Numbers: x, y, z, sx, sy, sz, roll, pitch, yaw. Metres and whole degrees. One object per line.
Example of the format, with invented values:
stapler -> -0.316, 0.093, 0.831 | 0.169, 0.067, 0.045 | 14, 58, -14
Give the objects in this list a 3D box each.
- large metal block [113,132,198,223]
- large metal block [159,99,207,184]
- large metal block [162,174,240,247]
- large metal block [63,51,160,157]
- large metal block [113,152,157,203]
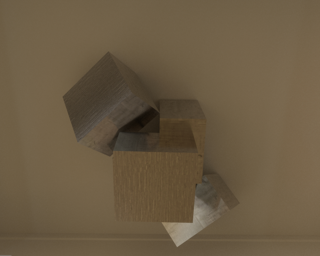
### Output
large metal block -> -0.005, 0.051, 0.329 | 0.081, 0.050, 0.079 | 2, 110, -1
large metal block -> 0.024, 0.014, 0.384 | 0.050, 0.080, 0.079 | 1, 110, -1
large metal block -> 0.053, 0.105, 0.412 | 0.080, 0.080, 0.050 | -39, 71, 13
large metal block -> -0.059, -0.028, 0.362 | 0.080, 0.080, 0.050 | -41, 140, 13
large metal block -> -0.029, 0.059, 0.402 | 0.050, 0.080, 0.079 | 1, 110, -1
